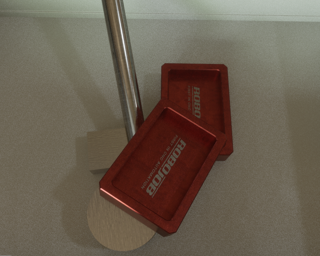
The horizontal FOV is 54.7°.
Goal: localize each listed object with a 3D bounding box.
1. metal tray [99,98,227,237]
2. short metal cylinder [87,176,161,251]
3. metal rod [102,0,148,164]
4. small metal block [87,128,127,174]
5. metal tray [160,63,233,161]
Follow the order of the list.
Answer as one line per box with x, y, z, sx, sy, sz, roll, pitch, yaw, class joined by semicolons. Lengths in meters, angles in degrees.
0.006;0.040;0.344;0.090;0.030;0.130;32;63;5;metal tray
-0.039;0.099;0.360;0.081;0.050;0.080;0;70;0;short metal cylinder
-0.045;-0.084;0.374;0.025;0.025;0.298;-10;96;-4;metal rod
-0.065;0.030;0.398;0.050;0.025;0.050;-7;70;-3;small metal block
0.046;-0.023;0.415;0.091;0.030;0.130;1;70;0;metal tray
